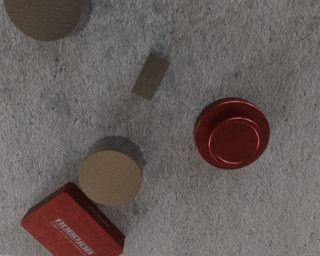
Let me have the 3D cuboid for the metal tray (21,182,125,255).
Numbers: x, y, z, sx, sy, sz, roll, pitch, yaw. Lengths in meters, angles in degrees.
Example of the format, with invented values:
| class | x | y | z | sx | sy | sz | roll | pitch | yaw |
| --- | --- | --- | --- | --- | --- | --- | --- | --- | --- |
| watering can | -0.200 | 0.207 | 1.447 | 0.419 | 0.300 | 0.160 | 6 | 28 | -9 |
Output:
| class | x | y | z | sx | sy | sz | roll | pitch | yaw |
| --- | --- | --- | --- | --- | --- | --- | --- | --- | --- |
| metal tray | -0.126 | 0.154 | 0.463 | 0.090 | 0.030 | 0.130 | -35 | 107 | 11 |

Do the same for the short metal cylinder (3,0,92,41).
| class | x | y | z | sx | sy | sz | roll | pitch | yaw |
| --- | --- | --- | --- | --- | --- | --- | --- | --- | --- |
| short metal cylinder | -0.121 | -0.139 | 0.344 | 0.081 | 0.050 | 0.079 | 0 | 110 | 0 |

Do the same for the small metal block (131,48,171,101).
| class | x | y | z | sx | sy | sz | roll | pitch | yaw |
| --- | --- | --- | --- | --- | --- | --- | --- | --- | --- |
| small metal block | -0.011 | -0.066 | 0.372 | 0.025 | 0.050 | 0.050 | 25 | 108 | -9 |

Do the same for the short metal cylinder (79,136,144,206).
| class | x | y | z | sx | sy | sz | roll | pitch | yaw |
| --- | --- | --- | --- | --- | --- | --- | --- | --- | --- |
| short metal cylinder | -0.063 | 0.056 | 0.417 | 0.081 | 0.050 | 0.079 | 0 | 110 | 0 |

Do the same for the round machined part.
| class | x | y | z | sx | sy | sz | roll | pitch | yaw |
| --- | --- | --- | --- | --- | --- | --- | --- | --- | --- |
| round machined part | 0.095 | 0.012 | 0.406 | 0.099 | 0.042 | 0.097 | 0 | 110 | 0 |
